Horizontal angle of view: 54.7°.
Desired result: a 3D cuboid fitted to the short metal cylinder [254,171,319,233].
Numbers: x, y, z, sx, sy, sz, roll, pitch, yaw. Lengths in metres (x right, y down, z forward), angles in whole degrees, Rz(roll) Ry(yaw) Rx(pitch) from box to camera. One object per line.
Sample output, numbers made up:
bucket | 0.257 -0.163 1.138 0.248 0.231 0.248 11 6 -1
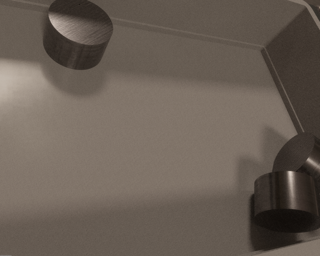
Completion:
short metal cylinder | 0.164 0.097 0.402 0.080 0.080 0.050 23 53 -15

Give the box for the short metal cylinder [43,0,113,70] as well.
short metal cylinder | -0.108 -0.124 0.408 0.081 0.050 0.080 14 56 -21

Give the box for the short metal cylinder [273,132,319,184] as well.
short metal cylinder | 0.215 0.053 0.457 0.050 0.080 0.080 35 51 -6

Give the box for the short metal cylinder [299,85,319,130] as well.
short metal cylinder | 0.304 -0.038 0.564 0.050 0.080 0.080 -4 64 -30
